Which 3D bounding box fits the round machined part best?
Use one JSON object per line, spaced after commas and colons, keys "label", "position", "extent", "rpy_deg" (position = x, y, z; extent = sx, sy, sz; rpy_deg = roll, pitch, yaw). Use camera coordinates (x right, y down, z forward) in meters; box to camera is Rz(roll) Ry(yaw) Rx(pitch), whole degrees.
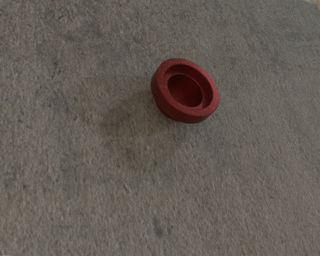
{"label": "round machined part", "position": [0.031, -0.048, 0.441], "extent": [0.099, 0.042, 0.098], "rpy_deg": [14, 56, -21]}
